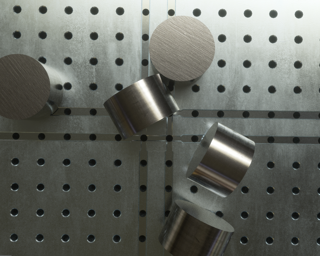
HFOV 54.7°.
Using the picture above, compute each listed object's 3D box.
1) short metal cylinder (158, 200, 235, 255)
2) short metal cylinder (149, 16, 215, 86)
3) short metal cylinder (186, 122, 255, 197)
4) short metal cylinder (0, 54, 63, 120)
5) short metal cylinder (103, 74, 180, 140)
[{"bbox_3d":[0.045,0.131,0.386,0.080,0.080,0.050,25,90,0],"label":"short metal cylinder"},{"bbox_3d":[0.027,-0.097,0.401,0.081,0.050,0.079,0,90,0],"label":"short metal cylinder"},{"bbox_3d":[0.074,0.039,0.386,0.050,0.080,0.080,29,90,0],"label":"short metal cylinder"},{"bbox_3d":[-0.173,-0.050,0.399,0.081,0.050,0.079,0,90,0],"label":"short metal cylinder"},{"bbox_3d":[-0.022,-0.026,0.386,0.080,0.080,0.050,-29,90,0],"label":"short metal cylinder"}]
